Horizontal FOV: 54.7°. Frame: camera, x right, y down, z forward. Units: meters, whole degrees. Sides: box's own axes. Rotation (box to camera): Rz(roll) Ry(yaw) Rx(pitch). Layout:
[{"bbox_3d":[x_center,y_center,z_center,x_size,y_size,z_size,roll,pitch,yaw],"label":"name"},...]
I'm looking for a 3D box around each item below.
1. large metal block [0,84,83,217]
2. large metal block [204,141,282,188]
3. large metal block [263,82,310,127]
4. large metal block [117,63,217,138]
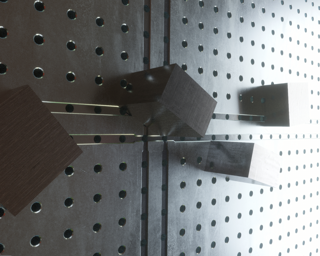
[{"bbox_3d":[-0.134,0.018,0.282,0.080,0.050,0.080,-48,119,-30],"label":"large metal block"},{"bbox_3d":[0.131,0.056,0.486,0.080,0.080,0.050,22,76,-38],"label":"large metal block"},{"bbox_3d":[0.247,-0.046,0.604,0.081,0.050,0.079,-8,95,-40],"label":"large metal block"},{"bbox_3d":[0.009,-0.030,0.383,0.080,0.080,0.050,36,68,-35],"label":"large metal block"}]
